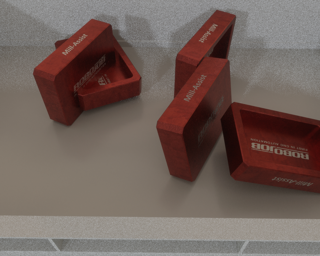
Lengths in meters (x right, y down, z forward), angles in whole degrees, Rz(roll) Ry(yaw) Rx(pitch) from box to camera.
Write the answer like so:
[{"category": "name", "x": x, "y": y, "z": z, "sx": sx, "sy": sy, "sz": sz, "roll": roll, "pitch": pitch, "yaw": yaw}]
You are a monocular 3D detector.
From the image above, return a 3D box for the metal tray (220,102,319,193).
[{"category": "metal tray", "x": 0.141, "y": 0.023, "z": 0.359, "sx": 0.131, "sy": 0.030, "sz": 0.090, "roll": 11, "pitch": 49, "yaw": -13}]

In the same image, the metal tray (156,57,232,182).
[{"category": "metal tray", "x": 0.048, "y": -0.013, "z": 0.370, "sx": 0.030, "sy": 0.090, "sz": 0.130, "roll": 14, "pitch": 50, "yaw": 28}]

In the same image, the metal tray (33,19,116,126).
[{"category": "metal tray", "x": -0.109, "y": -0.078, "z": 0.427, "sx": 0.030, "sy": 0.089, "sz": 0.130, "roll": 21, "pitch": 53, "yaw": 15}]

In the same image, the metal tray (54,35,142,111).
[{"category": "metal tray", "x": -0.094, "y": -0.090, "z": 0.461, "sx": 0.091, "sy": 0.030, "sz": 0.130, "roll": -19, "pitch": 54, "yaw": -19}]

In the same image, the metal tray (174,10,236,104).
[{"category": "metal tray", "x": 0.065, "y": -0.097, "z": 0.444, "sx": 0.030, "sy": 0.090, "sz": 0.130, "roll": 24, "pitch": 54, "yaw": 19}]
